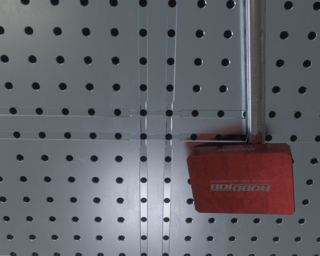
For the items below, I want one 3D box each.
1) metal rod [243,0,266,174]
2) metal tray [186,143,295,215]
[{"bbox_3d":[0.125,-0.021,0.406,0.025,0.025,0.298,-6,110,2],"label":"metal rod"},{"bbox_3d":[0.108,0.070,0.417,0.130,0.030,0.089,-4,110,19],"label":"metal tray"}]
